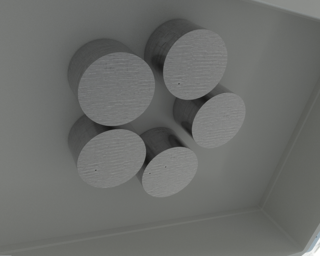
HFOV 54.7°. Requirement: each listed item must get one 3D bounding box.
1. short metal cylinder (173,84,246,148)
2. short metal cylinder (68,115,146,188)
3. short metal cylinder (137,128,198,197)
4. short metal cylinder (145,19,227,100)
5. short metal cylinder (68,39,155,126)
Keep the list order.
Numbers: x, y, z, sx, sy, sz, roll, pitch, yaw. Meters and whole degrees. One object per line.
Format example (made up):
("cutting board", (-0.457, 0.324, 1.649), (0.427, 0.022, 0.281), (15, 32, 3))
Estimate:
("short metal cylinder", (0.065, -0.020, 0.413), (0.081, 0.050, 0.079), (-14, 124, -21))
("short metal cylinder", (-0.064, 0.024, 0.370), (0.081, 0.050, 0.079), (-14, 124, -21))
("short metal cylinder", (0.004, 0.046, 0.420), (0.081, 0.050, 0.079), (-14, 124, -21))
("short metal cylinder", (0.029, -0.079, 0.357), (0.081, 0.050, 0.079), (-14, 124, -21))
("short metal cylinder", (-0.052, -0.049, 0.331), (0.081, 0.050, 0.079), (-14, 124, -21))
